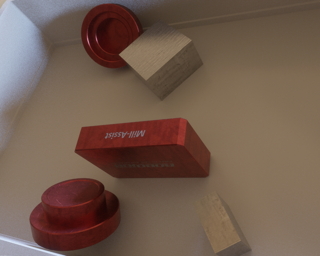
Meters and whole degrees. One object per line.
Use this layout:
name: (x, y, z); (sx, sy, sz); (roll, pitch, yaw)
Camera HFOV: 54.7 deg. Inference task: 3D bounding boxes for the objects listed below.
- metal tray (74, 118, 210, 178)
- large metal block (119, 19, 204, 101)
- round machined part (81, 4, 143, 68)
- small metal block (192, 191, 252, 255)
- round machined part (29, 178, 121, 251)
metal tray: (-0.018, 0.028, 0.354); (0.130, 0.090, 0.030); (-5, 60, 25)
large metal block: (0.001, -0.100, 0.449); (0.080, 0.050, 0.080); (-42, 51, -1)
round machined part: (-0.073, -0.149, 0.499); (0.098, 0.097, 0.042); (-13, 18, 21)
small metal block: (0.060, 0.095, 0.299); (0.025, 0.050, 0.050); (-31, 52, 8)
round machined part: (-0.096, 0.090, 0.352); (0.098, 0.099, 0.042); (7, 109, 31)
